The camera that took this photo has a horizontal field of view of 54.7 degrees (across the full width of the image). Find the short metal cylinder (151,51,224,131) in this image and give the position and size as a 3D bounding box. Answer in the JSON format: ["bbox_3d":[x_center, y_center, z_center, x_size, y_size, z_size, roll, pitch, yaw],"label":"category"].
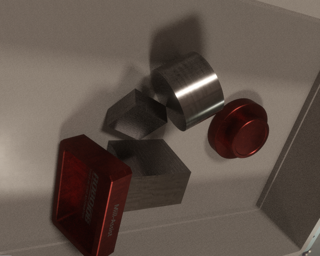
[{"bbox_3d":[0.031,-0.043,0.365,0.050,0.080,0.080,-28,128,-11],"label":"short metal cylinder"}]

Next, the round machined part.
[{"bbox_3d":[0.126,0.007,0.474,0.099,0.042,0.097,-14,125,-21],"label":"round machined part"}]

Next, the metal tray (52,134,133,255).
[{"bbox_3d":[-0.086,0.084,0.369,0.030,0.090,0.129,-17,130,-49],"label":"metal tray"}]

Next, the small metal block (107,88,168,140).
[{"bbox_3d":[-0.027,-0.015,0.372,0.050,0.025,0.050,-32,137,33],"label":"small metal block"}]

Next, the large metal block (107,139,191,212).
[{"bbox_3d":[-0.020,0.057,0.399,0.081,0.080,0.050,0,119,-29],"label":"large metal block"}]
